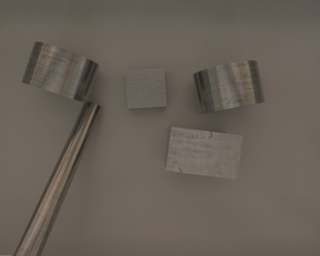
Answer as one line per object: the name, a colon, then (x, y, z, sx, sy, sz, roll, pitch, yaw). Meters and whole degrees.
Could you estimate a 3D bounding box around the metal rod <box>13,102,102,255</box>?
metal rod: (-0.126, 0.097, 0.338, 0.025, 0.025, 0.300, 17, 60, 0)

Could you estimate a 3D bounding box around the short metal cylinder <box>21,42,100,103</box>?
short metal cylinder: (-0.121, -0.067, 0.382, 0.080, 0.080, 0.050, 18, 90, -1)

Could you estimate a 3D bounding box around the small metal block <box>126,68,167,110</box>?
small metal block: (-0.018, -0.051, 0.411, 0.050, 0.025, 0.050, -3, 90, -1)

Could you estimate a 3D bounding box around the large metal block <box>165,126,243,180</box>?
large metal block: (0.049, 0.028, 0.385, 0.081, 0.080, 0.050, 7, 90, -1)

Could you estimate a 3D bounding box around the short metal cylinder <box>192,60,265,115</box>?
short metal cylinder: (0.085, -0.048, 0.385, 0.080, 0.080, 0.050, -11, 90, 0)
